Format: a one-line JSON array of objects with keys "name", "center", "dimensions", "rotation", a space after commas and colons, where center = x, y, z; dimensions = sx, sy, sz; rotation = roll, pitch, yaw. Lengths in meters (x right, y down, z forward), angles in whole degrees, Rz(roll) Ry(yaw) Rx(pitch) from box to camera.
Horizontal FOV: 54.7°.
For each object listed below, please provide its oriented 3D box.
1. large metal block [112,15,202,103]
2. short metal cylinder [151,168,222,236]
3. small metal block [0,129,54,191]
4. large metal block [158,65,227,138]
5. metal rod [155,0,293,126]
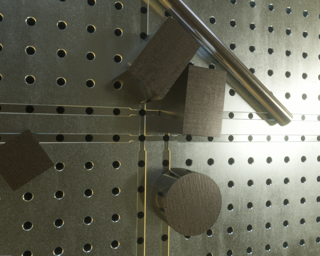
[{"name": "large metal block", "center": [-0.007, -0.079, 0.382], "dimensions": [0.050, 0.080, 0.080], "rotation": [39, 78, -16]}, {"name": "short metal cylinder", "center": [0.034, 0.096, 0.413], "dimensions": [0.081, 0.050, 0.079], "rotation": [0, 90, -21]}, {"name": "small metal block", "center": [-0.158, 0.035, 0.355], "dimensions": [0.050, 0.025, 0.050], "rotation": [-35, 102, -17]}, {"name": "large metal block", "center": [0.039, -0.031, 0.399], "dimensions": [0.050, 0.080, 0.080], "rotation": [6, 88, -20]}, {"name": "metal rod", "center": [0.089, -0.106, 0.446], "dimensions": [0.300, 0.025, 0.025], "rotation": [41, 77, -16]}]
